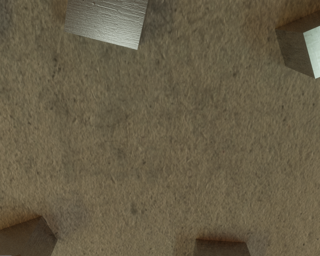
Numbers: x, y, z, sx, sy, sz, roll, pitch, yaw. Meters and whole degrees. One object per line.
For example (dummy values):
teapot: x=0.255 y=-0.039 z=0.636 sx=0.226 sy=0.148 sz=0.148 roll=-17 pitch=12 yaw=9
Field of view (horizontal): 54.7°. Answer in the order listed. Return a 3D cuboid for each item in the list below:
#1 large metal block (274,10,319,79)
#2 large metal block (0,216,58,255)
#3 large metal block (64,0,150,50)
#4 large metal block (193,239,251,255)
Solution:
large metal block: x=0.188 y=-0.101 z=0.346 sx=0.080 sy=0.080 sz=0.050 roll=-22 pitch=109 yaw=7
large metal block: x=-0.207 y=0.182 z=0.445 sx=0.080 sy=0.080 sz=0.050 roll=-20 pitch=109 yaw=7
large metal block: x=-0.054 y=-0.139 z=0.344 sx=0.081 sy=0.050 sz=0.079 roll=13 pitch=110 yaw=-5
large metal block: x=0.093 y=0.225 z=0.481 sx=0.081 sy=0.050 sz=0.079 roll=5 pitch=110 yaw=-3
